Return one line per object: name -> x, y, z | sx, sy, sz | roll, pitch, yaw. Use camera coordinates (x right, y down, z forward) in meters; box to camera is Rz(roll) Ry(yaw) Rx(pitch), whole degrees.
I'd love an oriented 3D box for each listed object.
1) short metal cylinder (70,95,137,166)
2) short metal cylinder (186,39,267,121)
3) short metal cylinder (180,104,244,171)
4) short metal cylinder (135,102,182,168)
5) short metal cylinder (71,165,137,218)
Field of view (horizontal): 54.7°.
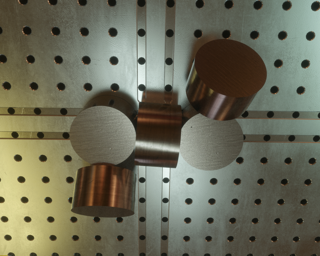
short metal cylinder -> -0.069, 0.003, 0.399 | 0.081, 0.050, 0.079 | 0, 110, -1
short metal cylinder -> 0.074, -0.055, 0.358 | 0.081, 0.080, 0.050 | 8, 151, -4
short metal cylinder -> 0.062, 0.008, 0.403 | 0.081, 0.050, 0.079 | 0, 110, -1
short metal cylinder -> -0.003, 0.009, 0.387 | 0.050, 0.080, 0.079 | 5, 110, -2
short metal cylinder -> -0.073, 0.086, 0.409 | 0.081, 0.050, 0.080 | 1, 154, 1
